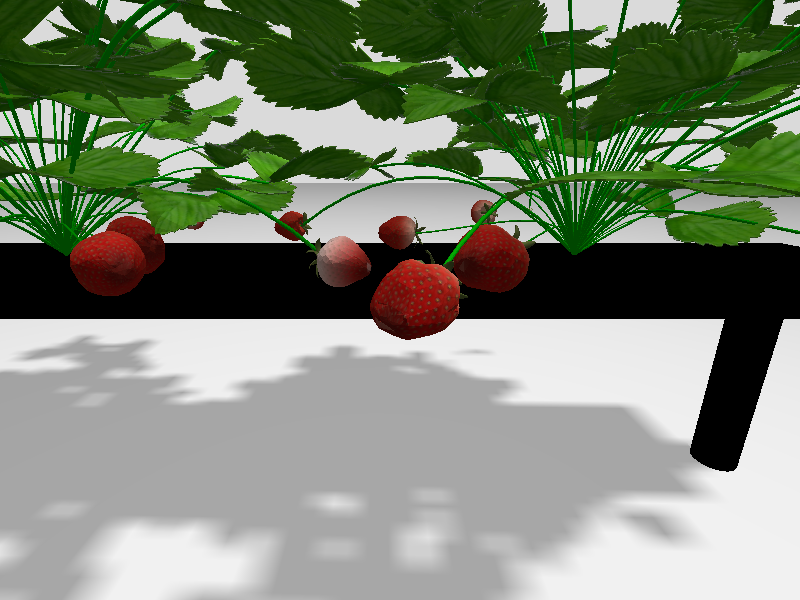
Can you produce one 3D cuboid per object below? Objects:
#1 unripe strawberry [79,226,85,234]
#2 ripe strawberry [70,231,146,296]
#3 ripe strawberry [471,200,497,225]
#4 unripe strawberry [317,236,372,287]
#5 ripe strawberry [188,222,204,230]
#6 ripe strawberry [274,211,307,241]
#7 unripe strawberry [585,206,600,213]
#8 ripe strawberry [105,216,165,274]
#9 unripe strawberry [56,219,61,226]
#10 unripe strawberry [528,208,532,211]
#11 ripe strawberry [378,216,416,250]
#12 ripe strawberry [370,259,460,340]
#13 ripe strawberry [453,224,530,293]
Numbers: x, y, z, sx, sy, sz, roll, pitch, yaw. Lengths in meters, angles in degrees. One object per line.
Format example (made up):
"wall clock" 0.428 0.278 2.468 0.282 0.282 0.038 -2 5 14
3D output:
"unripe strawberry" -0.373 -0.082 0.466 0.010 0.011 0.011 -11 -19 -31
"ripe strawberry" -0.170 -0.020 0.236 0.040 0.039 0.037 17 24 41
"ripe strawberry" 0.110 -0.116 0.537 0.034 0.036 0.037 -4 9 -12
"unripe strawberry" -0.035 -0.024 0.256 0.034 0.033 0.031 12 21 18
"ripe strawberry" -0.265 -0.109 0.516 0.034 0.036 0.037 3 18 9
"ripe strawberry" -0.114 -0.077 0.417 0.031 0.031 0.034 1 18 15
"unripe strawberry" 0.274 -0.123 0.569 0.022 0.022 0.019 9 20 26
"ripe strawberry" -0.184 -0.038 0.281 0.039 0.041 0.036 12 21 30
"unripe strawberry" -0.407 -0.090 0.475 0.011 0.011 0.011 -15 23 -38
"unripe strawberry" 0.185 -0.127 0.574 0.009 0.010 0.010 2 18 7
"ripe strawberry" -0.003 -0.063 0.375 0.035 0.030 0.035 2 18 9
"ripe strawberry" 0.005 0.002 0.169 0.039 0.035 0.035 14 40 36
"ripe strawberry" 0.051 -0.024 0.238 0.046 0.039 0.046 15 24 39
